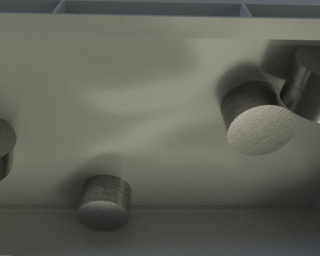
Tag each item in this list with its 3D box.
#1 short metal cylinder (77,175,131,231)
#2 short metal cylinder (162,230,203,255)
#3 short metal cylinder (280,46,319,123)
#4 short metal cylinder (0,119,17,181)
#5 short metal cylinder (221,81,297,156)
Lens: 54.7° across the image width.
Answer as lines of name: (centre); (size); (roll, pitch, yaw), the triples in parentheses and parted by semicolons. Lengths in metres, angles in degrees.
short metal cylinder: (-0.087, 0.120, 0.494); (0.081, 0.050, 0.079); (0, 130, 0)
short metal cylinder: (0.044, 0.243, 0.603); (0.081, 0.050, 0.079); (0, 130, 0)
short metal cylinder: (0.179, -0.048, 0.335); (0.081, 0.080, 0.050); (3, 130, -3)
short metal cylinder: (-0.229, 0.028, 0.393); (0.081, 0.080, 0.050); (17, 128, -14)
short metal cylinder: (0.120, -0.011, 0.385); (0.081, 0.050, 0.079); (0, 130, 0)
